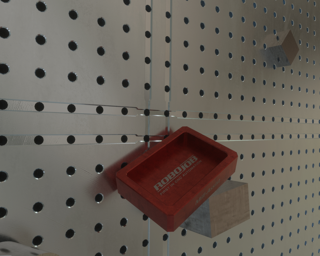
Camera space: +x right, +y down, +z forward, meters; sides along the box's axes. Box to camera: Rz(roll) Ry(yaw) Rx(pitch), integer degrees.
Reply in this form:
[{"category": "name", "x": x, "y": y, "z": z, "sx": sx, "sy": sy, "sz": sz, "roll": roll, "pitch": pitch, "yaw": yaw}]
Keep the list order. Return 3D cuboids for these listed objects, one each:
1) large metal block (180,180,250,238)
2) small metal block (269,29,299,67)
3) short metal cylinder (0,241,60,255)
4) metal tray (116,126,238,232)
[{"category": "large metal block", "x": 0.065, "y": 0.104, "z": 0.428, "sx": 0.081, "sy": 0.080, "sz": 0.050, "roll": -8, "pitch": 96, "yaw": -40}, {"category": "small metal block", "x": 0.248, "y": -0.158, "z": 0.616, "sx": 0.050, "sy": 0.025, "sz": 0.050, "roll": 51, "pitch": 60, "yaw": -28}, {"category": "short metal cylinder", "x": -0.127, "y": 0.145, "z": 0.269, "sx": 0.080, "sy": 0.050, "sz": 0.080, "roll": 2, "pitch": 90, "yaw": -64}, {"category": "metal tray", "x": 0.023, "y": 0.055, "z": 0.383, "sx": 0.131, "sy": 0.090, "sz": 0.030, "roll": -33, "pitch": 138, "yaw": -35}]
